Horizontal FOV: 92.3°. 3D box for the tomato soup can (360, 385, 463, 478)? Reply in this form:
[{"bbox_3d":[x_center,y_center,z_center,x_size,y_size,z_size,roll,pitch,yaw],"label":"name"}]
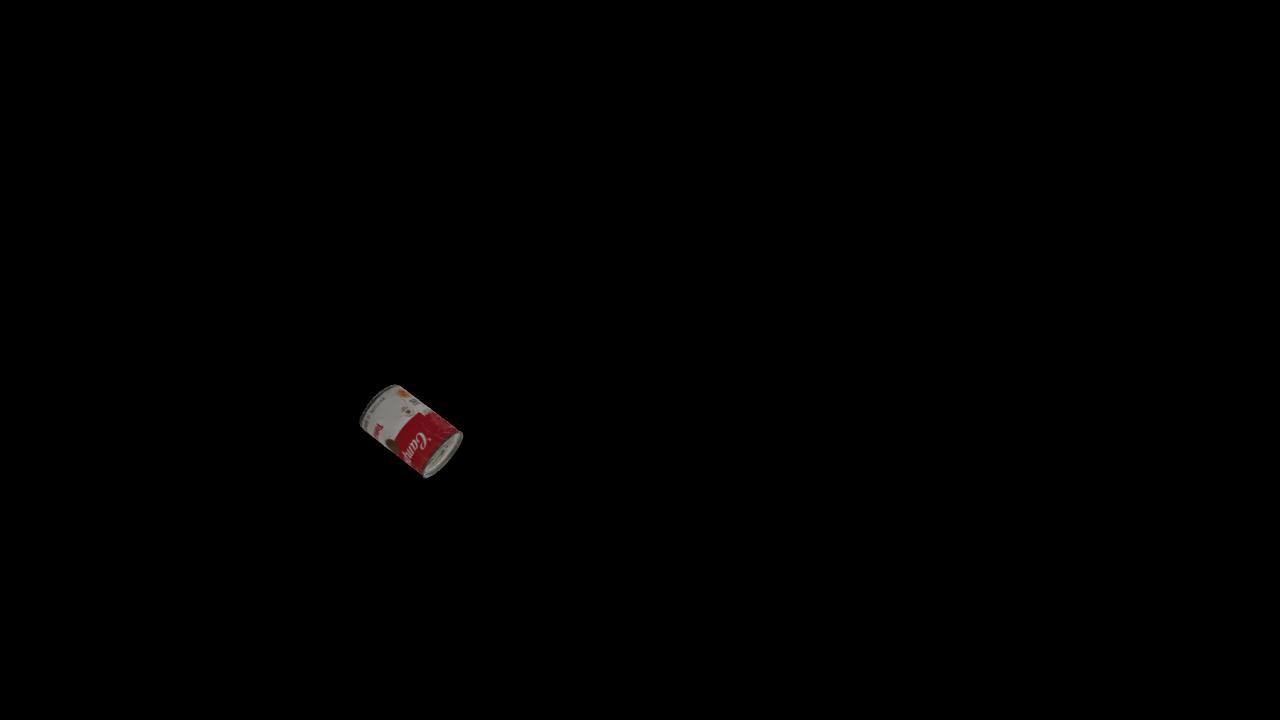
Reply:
[{"bbox_3d":[-0.272,0.083,0.733,0.101,0.068,0.068,36,5,6],"label":"tomato soup can"}]
